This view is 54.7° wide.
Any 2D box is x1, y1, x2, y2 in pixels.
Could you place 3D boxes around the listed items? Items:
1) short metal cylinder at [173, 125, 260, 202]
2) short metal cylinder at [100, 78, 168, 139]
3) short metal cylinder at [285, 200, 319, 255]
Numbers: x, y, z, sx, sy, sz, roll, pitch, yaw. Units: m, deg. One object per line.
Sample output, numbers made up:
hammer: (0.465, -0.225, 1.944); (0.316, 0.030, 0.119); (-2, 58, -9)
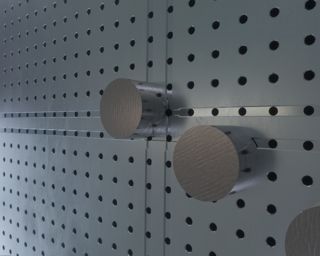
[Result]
short metal cylinder: (0.061, 0.037, 0.342); (0.080, 0.050, 0.079); (0, 90, 40)
short metal cylinder: (-0.037, -0.025, 0.423); (0.080, 0.050, 0.079); (0, 90, 40)
short metal cylinder: (0.156, 0.101, 0.264); (0.080, 0.050, 0.079); (0, 90, 40)
